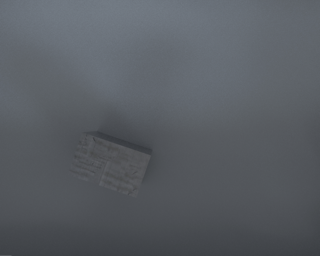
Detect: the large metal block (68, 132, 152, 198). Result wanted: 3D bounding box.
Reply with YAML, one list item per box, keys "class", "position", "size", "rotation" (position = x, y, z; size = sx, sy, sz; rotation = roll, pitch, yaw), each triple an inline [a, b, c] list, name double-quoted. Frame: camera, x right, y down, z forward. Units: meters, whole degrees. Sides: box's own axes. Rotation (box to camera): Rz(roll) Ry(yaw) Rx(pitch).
- class: "large metal block"
  position: [-0.056, 0.041, 0.383]
  size: [0.080, 0.080, 0.050]
  rotation: [19, 90, -1]
